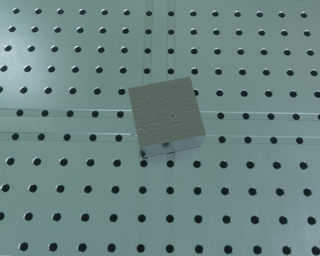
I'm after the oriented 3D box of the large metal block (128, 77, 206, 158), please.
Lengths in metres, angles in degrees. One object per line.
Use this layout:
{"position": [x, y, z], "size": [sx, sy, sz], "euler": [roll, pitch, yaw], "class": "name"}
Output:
{"position": [0.007, -0.013, 0.402], "size": [0.080, 0.050, 0.080], "euler": [-11, 71, -4], "class": "large metal block"}
